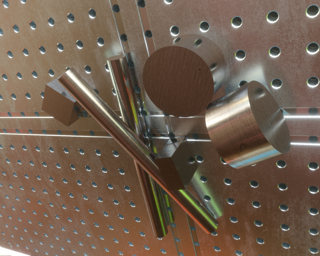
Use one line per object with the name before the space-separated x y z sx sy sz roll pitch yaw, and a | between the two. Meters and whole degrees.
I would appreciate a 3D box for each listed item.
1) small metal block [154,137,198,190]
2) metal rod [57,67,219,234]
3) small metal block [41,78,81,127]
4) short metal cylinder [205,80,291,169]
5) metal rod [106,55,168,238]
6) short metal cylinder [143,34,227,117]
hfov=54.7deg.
small metal block | 0.023 0.047 0.412 0.025 0.050 0.050 -11 113 33
metal rod | -0.019 0.041 0.419 0.025 0.025 0.300 -29 111 37
small metal block | -0.146 -0.038 0.465 0.050 0.025 0.050 33 129 6
short metal cylinder | 0.093 -0.003 0.325 0.050 0.080 0.080 -28 103 37
metal rod | -0.027 0.043 0.451 0.025 0.025 0.298 2 120 27
short metal cylinder | 0.028 -0.058 0.344 0.080 0.050 0.079 13 124 21
